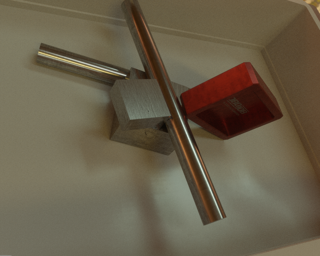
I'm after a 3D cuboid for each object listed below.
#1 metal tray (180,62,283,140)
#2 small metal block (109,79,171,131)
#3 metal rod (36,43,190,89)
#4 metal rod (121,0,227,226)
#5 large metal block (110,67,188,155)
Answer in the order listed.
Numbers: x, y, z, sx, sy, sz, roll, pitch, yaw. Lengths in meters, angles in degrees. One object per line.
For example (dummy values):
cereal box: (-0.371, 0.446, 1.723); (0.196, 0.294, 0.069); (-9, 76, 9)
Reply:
metal tray: (0.096, -0.027, 0.398); (0.130, 0.090, 0.030); (25, 46, -54)
small metal block: (-0.022, -0.027, 0.345); (0.050, 0.025, 0.050); (-7, 65, -32)
metal rod: (-0.012, -0.060, 0.436); (0.302, 0.025, 0.025); (14, 56, -21)
metal rod: (0.007, -0.036, 0.367); (0.025, 0.025, 0.299); (-7, 65, -32)
large metal block: (-0.012, -0.020, 0.395); (0.081, 0.050, 0.080); (17, 55, -19)
